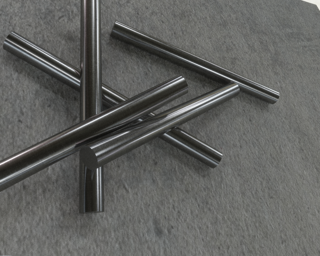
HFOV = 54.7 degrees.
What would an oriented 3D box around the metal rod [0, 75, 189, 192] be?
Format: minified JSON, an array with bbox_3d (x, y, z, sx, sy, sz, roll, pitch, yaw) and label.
[{"bbox_3d":[-0.094,0.016,0.304,0.302,0.025,0.025,-29,78,-25],"label":"metal rod"}]

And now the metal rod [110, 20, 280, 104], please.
[{"bbox_3d":[0.067,-0.100,0.502,0.302,0.025,0.025,19,54,-18],"label":"metal rod"}]

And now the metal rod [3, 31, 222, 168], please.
[{"bbox_3d":[-0.051,-0.030,0.395,0.301,0.025,0.025,30,52,-9],"label":"metal rod"}]

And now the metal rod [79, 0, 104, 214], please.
[{"bbox_3d":[-0.081,-0.055,0.363,0.025,0.025,0.299,5,69,-26],"label":"metal rod"}]

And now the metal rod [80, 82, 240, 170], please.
[{"bbox_3d":[0.026,-0.017,0.400,0.302,0.025,0.025,-26,76,-47],"label":"metal rod"}]
